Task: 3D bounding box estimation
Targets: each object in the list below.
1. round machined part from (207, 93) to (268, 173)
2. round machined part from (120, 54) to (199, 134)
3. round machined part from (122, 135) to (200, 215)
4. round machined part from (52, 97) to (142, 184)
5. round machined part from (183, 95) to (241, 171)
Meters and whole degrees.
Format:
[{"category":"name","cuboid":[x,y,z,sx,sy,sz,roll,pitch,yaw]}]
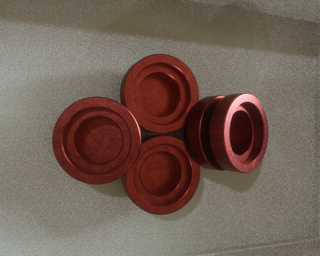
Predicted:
[{"category":"round machined part","cuboid":[0.093,0.006,0.393,0.099,0.042,0.097,0,90,-42]},{"category":"round machined part","cuboid":[-0.003,-0.042,0.398,0.099,0.042,0.097,0,90,-20]},{"category":"round machined part","cuboid":[-0.002,0.057,0.398,0.099,0.042,0.097,0,90,-20]},{"category":"round machined part","cuboid":[-0.070,0.014,0.363,0.099,0.042,0.097,0,90,1]},{"category":"round machined part","cuboid":[0.069,0.006,0.414,0.099,0.042,0.097,1,89,-42]}]
